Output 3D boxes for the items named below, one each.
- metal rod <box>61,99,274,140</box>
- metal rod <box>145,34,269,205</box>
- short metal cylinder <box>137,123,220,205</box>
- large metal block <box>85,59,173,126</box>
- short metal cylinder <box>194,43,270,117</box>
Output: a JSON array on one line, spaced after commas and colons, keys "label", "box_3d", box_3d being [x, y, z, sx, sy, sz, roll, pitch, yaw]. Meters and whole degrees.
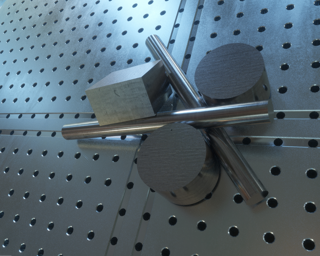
[{"label": "metal rod", "box_3d": [-0.014, -0.006, 0.393, 0.300, 0.025, 0.025, -5, 59, 32]}, {"label": "metal rod", "box_3d": [0.043, -0.034, 0.402, 0.025, 0.025, 0.300, -33, 51, 7]}, {"label": "short metal cylinder", "box_3d": [0.021, 0.041, 0.351, 0.080, 0.050, 0.080, -13, 56, 21]}, {"label": "large metal block", "box_3d": [-0.038, -0.048, 0.414, 0.080, 0.050, 0.080, -10, 23, 23]}, {"label": "short metal cylinder", "box_3d": [0.088, -0.055, 0.376, 0.080, 0.050, 0.080, -13, 56, 21]}]
